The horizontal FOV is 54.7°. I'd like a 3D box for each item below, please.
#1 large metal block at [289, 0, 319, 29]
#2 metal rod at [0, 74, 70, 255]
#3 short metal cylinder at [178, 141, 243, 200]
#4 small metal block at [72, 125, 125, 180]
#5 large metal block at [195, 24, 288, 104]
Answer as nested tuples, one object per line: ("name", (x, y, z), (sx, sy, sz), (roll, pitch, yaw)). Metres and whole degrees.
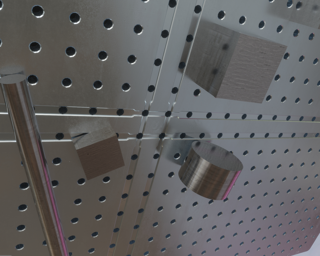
("large metal block", (0.236, -0.175, 0.418), (0.081, 0.050, 0.079), (-2, 119, -28))
("metal rod", (-0.144, 0.078, 0.381), (0.025, 0.025, 0.298), (-14, 124, -21))
("short metal cylinder", (0.074, 0.061, 0.456), (0.081, 0.080, 0.050), (9, 114, -33))
("small metal block", (-0.077, 0.031, 0.390), (0.050, 0.025, 0.050), (-21, 127, -17))
("large metal block", (0.104, -0.082, 0.403), (0.081, 0.050, 0.079), (3, 117, -30))
